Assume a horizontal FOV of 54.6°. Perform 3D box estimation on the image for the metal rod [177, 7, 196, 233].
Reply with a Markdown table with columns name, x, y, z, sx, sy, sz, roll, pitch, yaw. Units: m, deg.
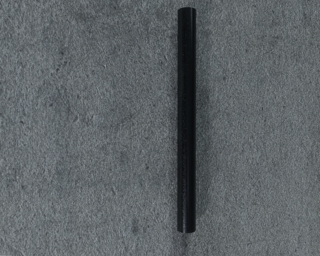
| name | x | y | z | sx | sy | sz | roll | pitch | yaw |
| --- | --- | --- | --- | --- | --- | --- | --- | --- | --- |
| metal rod | 0.036 | -0.010 | 0.421 | 0.025 | 0.025 | 0.298 | 0 | 90 | -20 |
